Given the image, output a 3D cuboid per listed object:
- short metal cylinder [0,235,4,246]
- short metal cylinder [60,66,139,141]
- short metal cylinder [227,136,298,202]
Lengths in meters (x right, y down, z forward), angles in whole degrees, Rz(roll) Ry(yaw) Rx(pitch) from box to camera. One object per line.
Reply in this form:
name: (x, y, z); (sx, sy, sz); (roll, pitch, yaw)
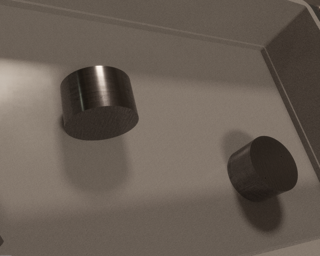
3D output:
short metal cylinder: (-0.168, 0.087, 0.227); (0.081, 0.080, 0.050); (-30, 79, -38)
short metal cylinder: (-0.069, -0.025, 0.350); (0.081, 0.080, 0.050); (0, 62, -29)
short metal cylinder: (0.143, 0.058, 0.434); (0.081, 0.050, 0.080); (14, 56, -21)
